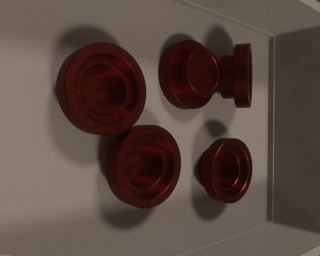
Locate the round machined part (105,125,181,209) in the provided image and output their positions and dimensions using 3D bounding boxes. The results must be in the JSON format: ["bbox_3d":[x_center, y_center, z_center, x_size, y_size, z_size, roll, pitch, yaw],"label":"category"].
[{"bbox_3d":[-0.024,0.045,0.377,0.099,0.042,0.097,0,90,-40],"label":"round machined part"}]

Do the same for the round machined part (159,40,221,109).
[{"bbox_3d":[0.049,-0.076,0.439,0.099,0.042,0.097,0,90,-40],"label":"round machined part"}]

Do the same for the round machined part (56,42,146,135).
[{"bbox_3d":[-0.067,-0.041,0.341,0.099,0.042,0.097,0,90,-40],"label":"round machined part"}]

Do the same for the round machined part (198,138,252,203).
[{"bbox_3d":[0.097,0.064,0.480,0.099,0.042,0.097,0,90,-40],"label":"round machined part"}]

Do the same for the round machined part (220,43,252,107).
[{"bbox_3d":[0.118,-0.080,0.479,0.098,0.042,0.097,0,90,-70],"label":"round machined part"}]
